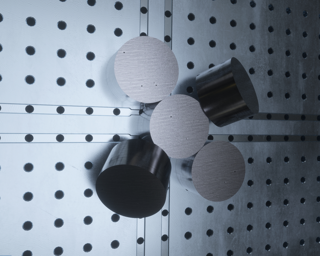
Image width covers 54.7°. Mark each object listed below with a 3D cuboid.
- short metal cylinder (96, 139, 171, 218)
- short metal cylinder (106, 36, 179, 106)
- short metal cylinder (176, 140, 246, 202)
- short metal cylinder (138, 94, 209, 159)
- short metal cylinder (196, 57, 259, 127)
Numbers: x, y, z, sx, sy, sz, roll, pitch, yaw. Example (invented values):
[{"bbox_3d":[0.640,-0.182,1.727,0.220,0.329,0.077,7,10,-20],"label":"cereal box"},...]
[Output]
[{"bbox_3d":[-0.029,0.060,0.367,0.080,0.050,0.079,4,121,7],"label":"short metal cylinder"},{"bbox_3d":[-0.023,-0.070,0.391,0.081,0.050,0.079,0,90,-21],"label":"short metal cylinder"},{"bbox_3d":[0.069,0.056,0.426,0.081,0.050,0.079,0,90,-21],"label":"short metal cylinder"},{"bbox_3d":[0.017,-0.002,0.406,0.081,0.050,0.079,0,90,-21],"label":"short metal cylinder"},{"bbox_3d":[0.091,-0.047,0.412,0.080,0.050,0.080,36,42,-41],"label":"short metal cylinder"}]
